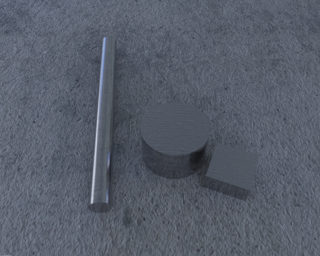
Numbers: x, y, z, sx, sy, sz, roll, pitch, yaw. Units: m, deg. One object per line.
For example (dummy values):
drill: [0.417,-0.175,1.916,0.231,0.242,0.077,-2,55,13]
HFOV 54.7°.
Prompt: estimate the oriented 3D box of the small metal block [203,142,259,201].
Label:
small metal block: [0.083,0.050,0.361,0.050,0.025,0.050,17,52,14]

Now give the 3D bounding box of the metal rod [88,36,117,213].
metal rod: [-0.075,-0.029,0.427,0.025,0.025,0.300,-3,50,-3]

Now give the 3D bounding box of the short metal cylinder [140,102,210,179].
short metal cylinder: [0.018,0.014,0.375,0.081,0.050,0.080,0,50,0]
